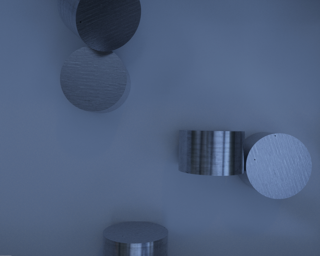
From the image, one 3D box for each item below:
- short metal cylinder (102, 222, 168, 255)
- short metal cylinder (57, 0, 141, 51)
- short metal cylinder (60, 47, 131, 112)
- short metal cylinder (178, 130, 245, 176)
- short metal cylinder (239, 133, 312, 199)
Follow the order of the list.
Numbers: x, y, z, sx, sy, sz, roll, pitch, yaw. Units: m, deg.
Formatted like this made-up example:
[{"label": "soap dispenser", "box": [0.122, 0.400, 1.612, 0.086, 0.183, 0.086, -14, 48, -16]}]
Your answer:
[{"label": "short metal cylinder", "box": [-0.030, 0.153, 0.384, 0.081, 0.080, 0.050, 1, 90, 0]}, {"label": "short metal cylinder", "box": [-0.069, -0.136, 0.358, 0.080, 0.080, 0.050, -46, 53, 0]}, {"label": "short metal cylinder", "box": [-0.080, -0.060, 0.398, 0.081, 0.050, 0.080, 0, 90, 0]}, {"label": "short metal cylinder", "box": [0.064, 0.028, 0.384, 0.081, 0.080, 0.050, 1, 90, 0]}, {"label": "short metal cylinder", "box": [0.143, 0.046, 0.399, 0.081, 0.050, 0.080, 0, 90, -2]}]
